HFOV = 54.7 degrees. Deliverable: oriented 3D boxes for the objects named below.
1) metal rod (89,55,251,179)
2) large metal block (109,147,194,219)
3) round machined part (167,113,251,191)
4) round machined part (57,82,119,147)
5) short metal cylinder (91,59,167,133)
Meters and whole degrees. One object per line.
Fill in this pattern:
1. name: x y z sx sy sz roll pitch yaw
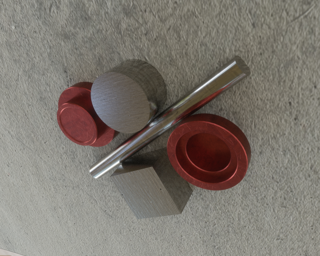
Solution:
1. metal rod: -0.009 0.003 0.416 0.025 0.025 0.299 49 128 -7
2. large metal block: -0.011 0.081 0.449 0.080 0.050 0.080 -18 109 35
3. round machined part: 0.062 0.025 0.380 0.098 0.042 0.097 13 124 21
4. round machined part: -0.107 -0.013 0.445 0.098 0.042 0.097 13 124 21
5. short metal cylinder: -0.038 -0.040 0.387 0.080 0.050 0.079 13 124 21
